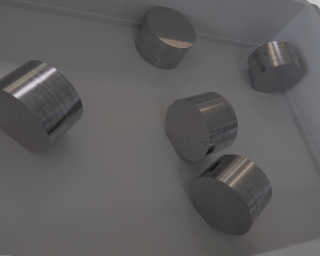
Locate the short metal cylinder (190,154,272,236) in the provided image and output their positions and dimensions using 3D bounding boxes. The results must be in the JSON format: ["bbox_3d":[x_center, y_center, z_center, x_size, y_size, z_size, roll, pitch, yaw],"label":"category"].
[{"bbox_3d":[0.083,0.078,0.367,0.050,0.080,0.080,-35,82,-38],"label":"short metal cylinder"}]

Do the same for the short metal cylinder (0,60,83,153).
[{"bbox_3d":[-0.127,-0.021,0.315,0.080,0.080,0.050,39,51,-2],"label":"short metal cylinder"}]

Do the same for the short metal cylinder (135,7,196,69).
[{"bbox_3d":[0.008,-0.138,0.478,0.081,0.050,0.080,14,56,-21],"label":"short metal cylinder"}]

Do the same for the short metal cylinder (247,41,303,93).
[{"bbox_3d":[0.199,-0.105,0.541,0.081,0.080,0.050,7,59,-24],"label":"short metal cylinder"}]

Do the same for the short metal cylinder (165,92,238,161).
[{"bbox_3d":[0.052,-0.003,0.400,0.050,0.080,0.080,-18,71,-35],"label":"short metal cylinder"}]
